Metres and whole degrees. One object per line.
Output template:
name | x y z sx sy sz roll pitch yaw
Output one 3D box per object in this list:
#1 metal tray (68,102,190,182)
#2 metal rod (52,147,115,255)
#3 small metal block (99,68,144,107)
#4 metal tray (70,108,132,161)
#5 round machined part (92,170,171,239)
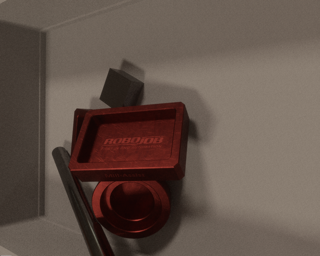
metal tray | -0.034 0.017 0.370 0.130 0.030 0.090 -4 52 16
metal rod | -0.112 0.106 0.436 0.300 0.025 0.025 42 117 52
small metal block | -0.057 -0.053 0.451 0.050 0.025 0.050 35 111 34
metal tray | -0.082 0.022 0.468 0.130 0.030 0.089 11 97 39
round machined part | -0.034 0.090 0.401 0.099 0.042 0.097 1 109 4
